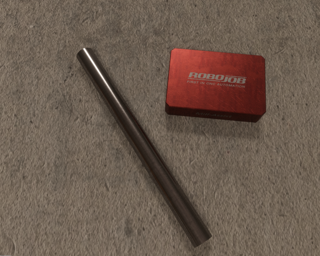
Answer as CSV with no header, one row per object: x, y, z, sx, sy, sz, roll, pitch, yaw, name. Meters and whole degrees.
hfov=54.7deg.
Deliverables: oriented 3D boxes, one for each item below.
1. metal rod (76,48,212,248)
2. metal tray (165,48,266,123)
-0.029,0.013,0.403,0.025,0.025,0.299,-30,73,-11,metal rod
0.076,-0.059,0.428,0.131,0.030,0.090,5,70,1,metal tray
